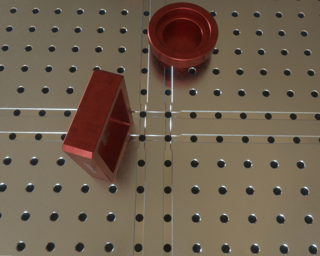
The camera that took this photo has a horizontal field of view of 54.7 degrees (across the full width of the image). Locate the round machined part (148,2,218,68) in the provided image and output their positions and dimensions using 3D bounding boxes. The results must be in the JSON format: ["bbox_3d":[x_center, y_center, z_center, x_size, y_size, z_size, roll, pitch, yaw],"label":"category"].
[{"bbox_3d":[0.032,-0.130,0.451,0.099,0.042,0.098,0,70,-1],"label":"round machined part"}]

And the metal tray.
[{"bbox_3d":[-0.063,0.004,0.354,0.030,0.130,0.090,16,71,5],"label":"metal tray"}]
